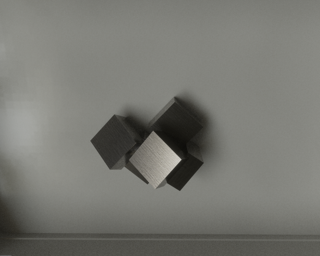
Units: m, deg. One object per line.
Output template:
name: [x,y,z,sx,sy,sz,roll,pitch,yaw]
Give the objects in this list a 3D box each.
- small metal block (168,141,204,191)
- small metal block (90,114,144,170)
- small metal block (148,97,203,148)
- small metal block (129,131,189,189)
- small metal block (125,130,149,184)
small metal block: [0.030,0.047,0.414,0.025,0.050,0.050,34,106,-12]
small metal block: [-0.055,0.019,0.403,0.050,0.025,0.050,-46,66,15]
small metal block: [0.020,-0.004,0.408,0.050,0.025,0.050,40,105,-14]
small metal block: [-0.002,0.039,0.384,0.050,0.025,0.050,45,106,20]
small metal block: [-0.019,0.040,0.424,0.050,0.025,0.050,40,105,-14]
